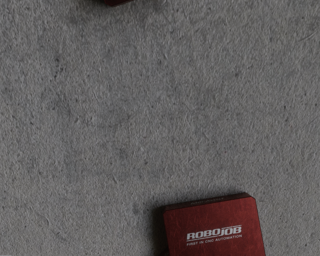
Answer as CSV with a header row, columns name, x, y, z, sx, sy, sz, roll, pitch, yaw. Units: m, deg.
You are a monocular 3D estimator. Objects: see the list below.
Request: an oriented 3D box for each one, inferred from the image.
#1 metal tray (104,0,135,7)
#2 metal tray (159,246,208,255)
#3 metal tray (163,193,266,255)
name,x,y,z,sx,sy,sz,roll,pitch,yaw
metal tray,-0.010,-0.196,0.335,0.131,0.030,0.090,-17,109,6
metal tray,0.044,0.223,0.489,0.090,0.030,0.130,36,106,-12
metal tray,0.075,0.149,0.443,0.131,0.030,0.089,-10,88,0
